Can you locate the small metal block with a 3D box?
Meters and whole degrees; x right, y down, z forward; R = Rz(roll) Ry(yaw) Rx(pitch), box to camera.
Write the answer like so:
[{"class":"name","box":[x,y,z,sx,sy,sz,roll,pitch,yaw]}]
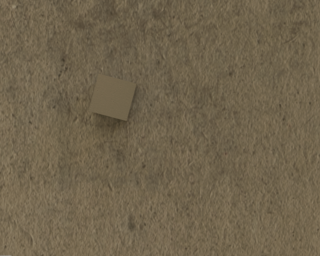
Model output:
[{"class":"small metal block","box":[-0.061,-0.039,0.409,0.050,0.025,0.050,15,90,-1]}]
